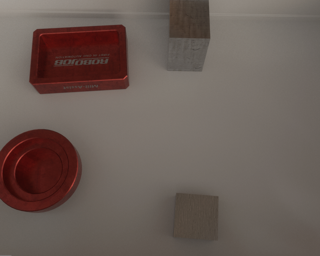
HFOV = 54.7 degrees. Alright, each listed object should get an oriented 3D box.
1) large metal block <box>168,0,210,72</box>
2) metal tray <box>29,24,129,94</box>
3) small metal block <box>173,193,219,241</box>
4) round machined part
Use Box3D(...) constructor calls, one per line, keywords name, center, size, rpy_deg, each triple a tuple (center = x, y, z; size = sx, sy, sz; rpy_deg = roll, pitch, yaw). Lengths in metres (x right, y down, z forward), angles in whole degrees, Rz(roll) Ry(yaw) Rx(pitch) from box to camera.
Box3D(name="large metal block", center=(0.037, -0.134, 0.430), size=(0.050, 0.080, 0.080), rpy_deg=(1, 70, 0))
Box3D(name="metal tray", center=(-0.112, -0.098, 0.441), size=(0.131, 0.030, 0.090), rpy_deg=(-4, 70, -2))
Box3D(name="small metal block", center=(0.042, 0.107, 0.371), size=(0.050, 0.025, 0.050), rpy_deg=(5, 70, 1))
Box3D(name="round machined part", center=(-0.145, 0.054, 0.379), size=(0.099, 0.042, 0.098), rpy_deg=(0, 70, -1))
